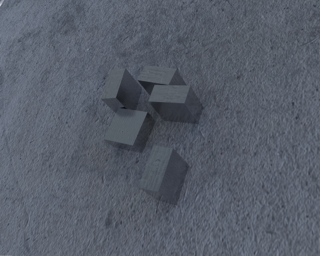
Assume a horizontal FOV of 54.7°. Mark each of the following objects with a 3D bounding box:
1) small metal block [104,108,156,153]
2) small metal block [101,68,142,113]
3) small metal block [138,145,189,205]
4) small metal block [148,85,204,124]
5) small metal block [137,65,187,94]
[{"bbox_3d":[-0.041,0.003,0.424,0.050,0.025,0.050,10,67,32],"label":"small metal block"},{"bbox_3d":[-0.054,-0.050,0.447,0.025,0.050,0.050,-2,61,28],"label":"small metal block"},{"bbox_3d":[0.006,0.054,0.351,0.025,0.050,0.050,7,65,31],"label":"small metal block"},{"bbox_3d":[0.021,-0.030,0.395,0.050,0.050,0.025,6,65,31],"label":"small metal block"},{"bbox_3d":[0.006,-0.057,0.420,0.050,0.050,0.025,14,69,34],"label":"small metal block"}]
